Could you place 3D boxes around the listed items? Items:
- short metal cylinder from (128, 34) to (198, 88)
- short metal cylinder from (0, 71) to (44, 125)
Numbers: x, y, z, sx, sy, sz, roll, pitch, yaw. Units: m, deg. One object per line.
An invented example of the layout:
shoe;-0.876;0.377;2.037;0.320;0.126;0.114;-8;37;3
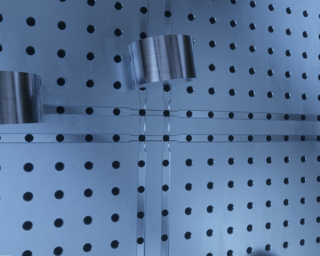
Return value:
short metal cylinder;0.004;-0.081;0.386;0.081;0.080;0.050;-9;93;-20
short metal cylinder;-0.165;-0.028;0.322;0.081;0.080;0.050;-3;92;-20
